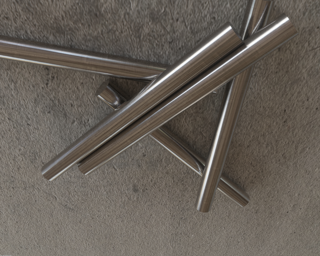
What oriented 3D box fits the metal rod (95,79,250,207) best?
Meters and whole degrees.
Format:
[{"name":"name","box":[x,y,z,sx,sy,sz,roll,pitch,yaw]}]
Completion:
[{"name":"metal rod","box":[0.034,0.035,0.437,0.025,0.025,0.301,-36,122,26]}]

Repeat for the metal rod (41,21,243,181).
[{"name":"metal rod","box":[-0.039,-0.015,0.359,0.299,0.025,0.025,-34,123,25]}]

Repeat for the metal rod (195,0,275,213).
[{"name":"metal rod","box":[0.082,-0.004,0.384,0.025,0.025,0.298,5,124,-5]}]

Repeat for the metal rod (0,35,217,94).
[{"name":"metal rod","box":[-0.082,-0.074,0.342,0.302,0.025,0.025,8,130,-8]}]

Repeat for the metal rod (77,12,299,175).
[{"name":"metal rod","box":[0.010,-0.022,0.352,0.299,0.025,0.025,-34,123,26]}]
